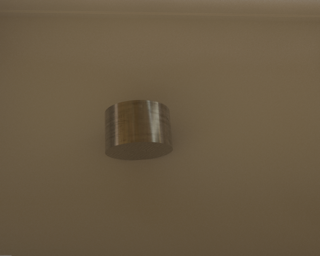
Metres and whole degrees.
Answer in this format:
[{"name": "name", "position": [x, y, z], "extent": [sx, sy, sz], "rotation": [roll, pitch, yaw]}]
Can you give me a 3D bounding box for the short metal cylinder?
[{"name": "short metal cylinder", "position": [-0.026, 0.005, 0.378], "extent": [0.081, 0.080, 0.050], "rotation": [-4, 70, -2]}]
